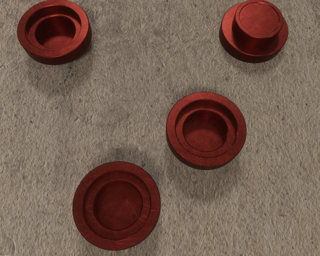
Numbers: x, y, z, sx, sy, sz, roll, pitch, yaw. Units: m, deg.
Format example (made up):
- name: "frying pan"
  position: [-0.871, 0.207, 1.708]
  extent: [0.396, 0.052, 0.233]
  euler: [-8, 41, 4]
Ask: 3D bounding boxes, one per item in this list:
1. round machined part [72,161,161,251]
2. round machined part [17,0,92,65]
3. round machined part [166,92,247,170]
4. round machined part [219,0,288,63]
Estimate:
- name: "round machined part"
  position: [-0.049, 0.092, 0.365]
  extent: [0.099, 0.042, 0.098]
  euler: [0, 70, -1]
- name: "round machined part"
  position: [-0.147, -0.132, 0.446]
  extent: [0.099, 0.042, 0.098]
  euler: [0, 70, -1]
- name: "round machined part"
  position: [0.057, 0.006, 0.397]
  extent: [0.099, 0.042, 0.098]
  euler: [0, 70, -1]
- name: "round machined part"
  position: [0.140, -0.148, 0.455]
  extent: [0.099, 0.042, 0.098]
  euler: [0, 70, -1]
